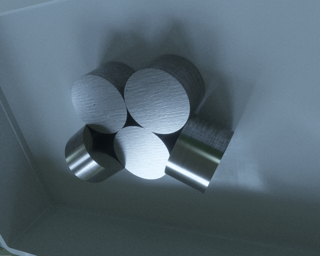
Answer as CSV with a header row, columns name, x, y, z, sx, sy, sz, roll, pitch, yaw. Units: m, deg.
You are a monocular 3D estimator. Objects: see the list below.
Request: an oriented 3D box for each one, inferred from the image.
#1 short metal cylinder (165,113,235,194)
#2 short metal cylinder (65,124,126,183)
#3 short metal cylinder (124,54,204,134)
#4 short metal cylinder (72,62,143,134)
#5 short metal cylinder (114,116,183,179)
name,x,y,z,sx,sy,sz,roll,pitch,yaw
short metal cylinder,0.047,0.029,0.364,0.050,0.080,0.079,26,128,12
short metal cylinder,-0.084,0.031,0.435,0.050,0.080,0.080,-34,99,38
short metal cylinder,0.006,-0.040,0.363,0.080,0.050,0.079,13,124,21
short metal cylinder,-0.065,-0.039,0.401,0.080,0.050,0.079,13,124,21
short metal cylinder,-0.013,0.021,0.410,0.080,0.050,0.079,13,124,21
